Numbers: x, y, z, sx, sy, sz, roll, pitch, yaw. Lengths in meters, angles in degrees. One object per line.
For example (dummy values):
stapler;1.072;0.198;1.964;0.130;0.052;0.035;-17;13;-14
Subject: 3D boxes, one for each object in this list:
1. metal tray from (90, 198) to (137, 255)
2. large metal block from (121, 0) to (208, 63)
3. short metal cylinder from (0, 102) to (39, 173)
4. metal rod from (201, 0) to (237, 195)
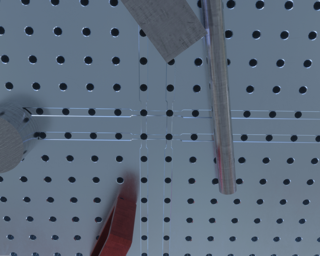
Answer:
metal tray;-0.075;0.178;0.443;0.030;0.090;0.129;24;108;-8
large metal block;0.003;-0.124;0.338;0.050;0.080;0.080;-35;107;12
short metal cylinder;-0.208;0.012;0.402;0.081;0.050;0.079;0;110;0
metal rod;0.076;-0.049;0.395;0.025;0.025;0.298;-8;110;3
